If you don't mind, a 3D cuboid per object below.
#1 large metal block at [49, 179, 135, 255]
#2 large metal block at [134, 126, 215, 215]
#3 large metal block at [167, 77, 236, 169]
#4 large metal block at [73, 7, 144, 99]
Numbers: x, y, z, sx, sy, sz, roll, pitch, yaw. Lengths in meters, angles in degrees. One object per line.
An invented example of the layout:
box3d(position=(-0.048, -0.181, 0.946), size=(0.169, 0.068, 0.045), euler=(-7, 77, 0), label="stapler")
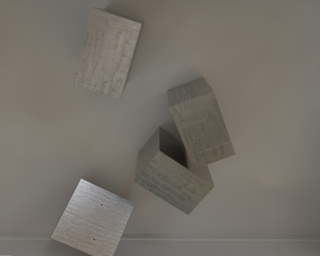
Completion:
box3d(position=(-0.092, 0.126, 0.421), size=(0.080, 0.050, 0.080), euler=(28, 63, -10), label="large metal block")
box3d(position=(0.017, 0.052, 0.402), size=(0.080, 0.080, 0.050), euler=(34, 106, -12), label="large metal block")
box3d(position=(0.048, -0.010, 0.379), size=(0.050, 0.080, 0.080), euler=(-20, 109, 7), label="large metal block")
box3d(position=(-0.054, -0.087, 0.349), size=(0.050, 0.080, 0.079), euler=(17, 109, -6), label="large metal block")
